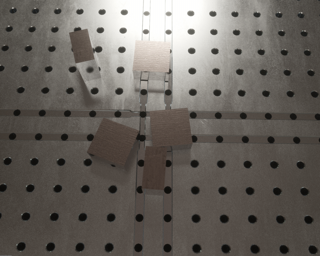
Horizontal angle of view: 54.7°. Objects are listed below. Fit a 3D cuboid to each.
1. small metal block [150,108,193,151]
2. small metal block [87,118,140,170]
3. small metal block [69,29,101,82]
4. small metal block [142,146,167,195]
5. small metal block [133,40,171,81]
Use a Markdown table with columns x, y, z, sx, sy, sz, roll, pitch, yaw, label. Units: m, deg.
| x | y | z | sx | sy | sz | roll | pitch | yaw | label |
| --- | --- | --- | --- | --- | --- | --- | --- | --- | --- |
| 0.014 | 0.003 | 0.411 | 0.050 | 0.025 | 0.050 | -5 | 70 | -2 | small metal block |
| -0.059 | 0.021 | 0.403 | 0.050 | 0.025 | 0.050 | 20 | 71 | 6 | small metal block |
| -0.104 | -0.101 | 0.434 | 0.025 | 0.050 | 0.050 | -15 | 71 | -5 | small metal block |
| -0.006 | 0.054 | 0.379 | 0.025 | 0.050 | 0.050 | 4 | 70 | 1 | small metal block |
| -0.011 | -0.097 | 0.447 | 0.050 | 0.025 | 0.050 | 3 | 70 | 1 | small metal block |
